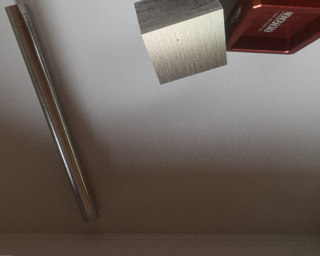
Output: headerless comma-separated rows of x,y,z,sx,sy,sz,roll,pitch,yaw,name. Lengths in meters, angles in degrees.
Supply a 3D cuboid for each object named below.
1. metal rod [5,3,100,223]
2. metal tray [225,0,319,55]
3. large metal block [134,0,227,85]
-0.134,-0.004,0.407,0.025,0.025,0.298,-12,110,4,metal rod
0.121,-0.109,0.316,0.091,0.130,0.030,3,88,-2,metal tray
0.025,-0.102,0.340,0.080,0.050,0.080,-16,148,5,large metal block
